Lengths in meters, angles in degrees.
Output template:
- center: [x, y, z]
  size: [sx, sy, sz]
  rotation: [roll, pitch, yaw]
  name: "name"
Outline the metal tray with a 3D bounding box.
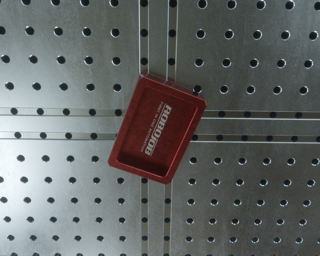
- center: [-0.006, 0.003, 0.411]
  size: [0.090, 0.030, 0.129]
  rotation: [20, 109, -8]
  name: "metal tray"
